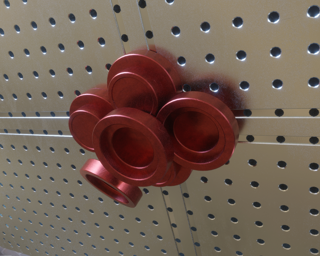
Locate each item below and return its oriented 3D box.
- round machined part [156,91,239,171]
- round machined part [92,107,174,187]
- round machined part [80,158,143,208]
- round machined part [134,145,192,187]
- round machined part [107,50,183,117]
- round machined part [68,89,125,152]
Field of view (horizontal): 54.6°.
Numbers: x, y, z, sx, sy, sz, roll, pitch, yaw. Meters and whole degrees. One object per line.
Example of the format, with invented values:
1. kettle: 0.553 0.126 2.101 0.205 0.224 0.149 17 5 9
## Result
1. round machined part: 0.047 0.000 0.375 0.098 0.042 0.097 13 124 21
2. round machined part: -0.028 0.019 0.372 0.098 0.042 0.097 13 124 21
3. round machined part: -0.067 0.075 0.466 0.098 0.042 0.098 26 154 14
4. round machined part: -0.003 0.042 0.428 0.098 0.042 0.097 13 124 21
5. round machined part: -0.025 -0.044 0.387 0.098 0.042 0.097 13 124 21
6. round machined part: -0.091 -0.004 0.447 0.098 0.042 0.097 13 124 21
